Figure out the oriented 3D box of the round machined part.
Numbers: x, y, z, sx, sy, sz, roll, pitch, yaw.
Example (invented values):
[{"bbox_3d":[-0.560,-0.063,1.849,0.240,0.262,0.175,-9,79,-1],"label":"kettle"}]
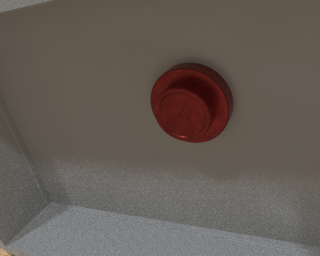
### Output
[{"bbox_3d":[0.033,-0.023,0.365,0.098,0.042,0.097,13,124,20],"label":"round machined part"}]
